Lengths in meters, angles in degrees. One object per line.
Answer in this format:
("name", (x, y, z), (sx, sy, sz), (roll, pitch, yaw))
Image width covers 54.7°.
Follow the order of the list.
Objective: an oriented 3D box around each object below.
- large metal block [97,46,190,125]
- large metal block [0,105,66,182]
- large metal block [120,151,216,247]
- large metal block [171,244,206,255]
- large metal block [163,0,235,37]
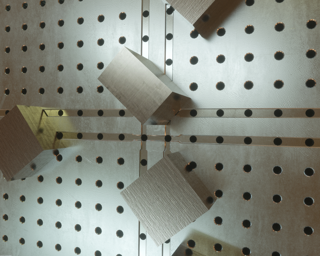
("large metal block", (-0.017, -0.049, 0.388), (0.080, 0.080, 0.050), (45, 104, 14))
("large metal block", (-0.205, 0.022, 0.470), (0.080, 0.050, 0.080), (-38, 78, 15))
("large metal block", (0.011, 0.088, 0.395), (0.080, 0.050, 0.080), (-41, 78, 15))
("large metal block", (0.044, 0.206, 0.383), (0.080, 0.050, 0.080), (18, 96, 18))
("large metal block", (0.047, -0.176, 0.382), (0.080, 0.050, 0.080), (-46, 76, 14))
